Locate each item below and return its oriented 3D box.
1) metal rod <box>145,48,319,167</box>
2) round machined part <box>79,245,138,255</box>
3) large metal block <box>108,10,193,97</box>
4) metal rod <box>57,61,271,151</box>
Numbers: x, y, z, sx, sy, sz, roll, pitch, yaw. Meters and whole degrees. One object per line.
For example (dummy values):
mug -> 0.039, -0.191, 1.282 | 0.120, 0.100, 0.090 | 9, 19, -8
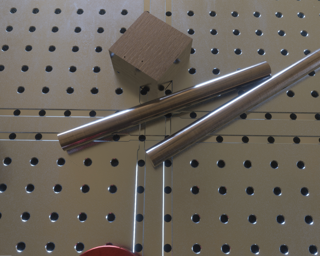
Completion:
metal rod -> 0.115, -0.035, 0.425 | 0.302, 0.025, 0.025 | -30, 73, -11
round machined part -> -0.056, 0.179, 0.336 | 0.099, 0.042, 0.098 | 0, 70, -1
large metal block -> -0.012, -0.103, 0.436 | 0.080, 0.050, 0.080 | 34, 73, 11
metal rod -> 0.012, -0.033, 0.423 | 0.302, 0.025, 0.025 | -20, 72, -8
